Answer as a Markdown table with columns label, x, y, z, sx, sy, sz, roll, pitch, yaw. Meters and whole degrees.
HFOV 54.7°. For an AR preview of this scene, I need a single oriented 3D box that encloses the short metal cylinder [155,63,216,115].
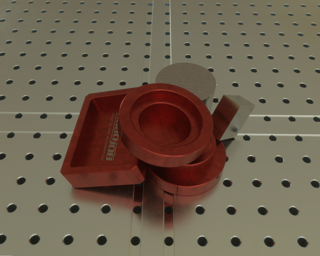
| label | x | y | z | sx | sy | sz | roll | pitch | yaw |
| --- | --- | --- | --- | --- | --- | --- | --- | --- | --- |
| short metal cylinder | 0.034 | -0.046 | 0.430 | 0.081 | 0.050 | 0.080 | 0 | 50 | 0 |

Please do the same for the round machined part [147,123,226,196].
| label | x | y | z | sx | sy | sz | roll | pitch | yaw |
| --- | --- | --- | --- | --- | --- | --- | --- | --- | --- |
| round machined part | 0.030 | 0.028 | 0.372 | 0.099 | 0.042 | 0.098 | 0 | 50 | 0 |

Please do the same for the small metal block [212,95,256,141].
| label | x | y | z | sx | sy | sz | roll | pitch | yaw |
| --- | --- | --- | --- | --- | --- | --- | --- | --- | --- |
| small metal block | 0.089 | -0.014 | 0.391 | 0.025 | 0.050 | 0.050 | 39 | 25 | 27 |

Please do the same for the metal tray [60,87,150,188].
| label | x | y | z | sx | sy | sz | roll | pitch | yaw |
| --- | --- | --- | --- | --- | --- | --- | --- | --- | --- |
| metal tray | -0.059 | 0.007 | 0.383 | 0.090 | 0.030 | 0.130 | -6 | 49 | 13 |

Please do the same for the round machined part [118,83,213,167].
| label | x | y | z | sx | sy | sz | roll | pitch | yaw |
| --- | --- | --- | --- | --- | --- | --- | --- | --- | --- |
| round machined part | 0.004 | 0.001 | 0.334 | 0.099 | 0.042 | 0.098 | 7 | 51 | -8 |
